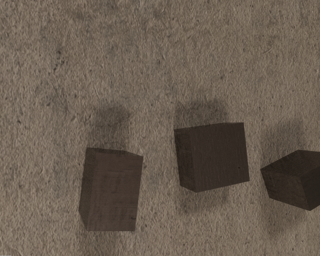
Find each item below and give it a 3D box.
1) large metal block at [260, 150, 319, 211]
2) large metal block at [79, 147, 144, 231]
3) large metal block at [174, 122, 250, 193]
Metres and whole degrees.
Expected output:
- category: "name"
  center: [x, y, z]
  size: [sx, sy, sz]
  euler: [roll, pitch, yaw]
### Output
- category: "large metal block"
  center: [0.214, 0.073, 0.461]
  size: [0.081, 0.080, 0.050]
  euler: [-22, 98, -19]
- category: "large metal block"
  center: [-0.060, 0.067, 0.359]
  size: [0.050, 0.080, 0.080]
  euler: [7, 88, -20]
- category: "large metal block"
  center: [0.070, 0.037, 0.423]
  size: [0.081, 0.050, 0.079]
  euler: [-8, 93, -20]
